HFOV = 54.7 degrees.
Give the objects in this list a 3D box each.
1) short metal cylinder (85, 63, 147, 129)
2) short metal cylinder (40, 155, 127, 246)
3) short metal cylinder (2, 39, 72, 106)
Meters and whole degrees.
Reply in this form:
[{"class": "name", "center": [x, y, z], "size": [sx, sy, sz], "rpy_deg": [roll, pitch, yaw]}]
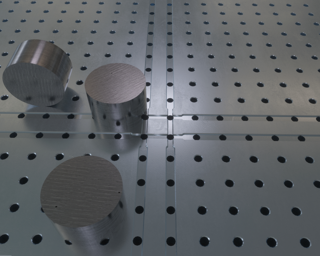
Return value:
[{"class": "short metal cylinder", "center": [-0.059, -0.045, 0.429], "size": [0.081, 0.050, 0.080], "rpy_deg": [0, 50, 0]}, {"class": "short metal cylinder", "center": [-0.077, 0.076, 0.327], "size": [0.081, 0.050, 0.080], "rpy_deg": [0, 50, 0]}, {"class": "short metal cylinder", "center": [-0.169, -0.076, 0.434], "size": [0.080, 0.080, 0.050], "rpy_deg": [1, 50, 1]}]
